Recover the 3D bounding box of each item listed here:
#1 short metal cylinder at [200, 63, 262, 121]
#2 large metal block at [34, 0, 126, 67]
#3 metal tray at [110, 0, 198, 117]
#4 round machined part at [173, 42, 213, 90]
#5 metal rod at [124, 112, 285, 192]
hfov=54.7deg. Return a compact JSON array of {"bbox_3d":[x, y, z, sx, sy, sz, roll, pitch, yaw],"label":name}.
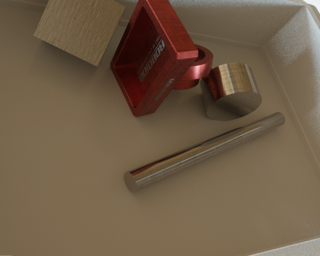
[{"bbox_3d":[0.104,-0.052,0.460,0.081,0.080,0.050,5,60,-26],"label":"short metal cylinder"},{"bbox_3d":[-0.099,-0.132,0.391,0.080,0.050,0.080,25,97,-14],"label":"large metal block"},{"bbox_3d":[-0.014,-0.084,0.382,0.030,0.129,0.090,-15,70,-33],"label":"metal tray"},{"bbox_3d":[0.024,-0.088,0.445,0.099,0.042,0.098,2,34,-1],"label":"round machined part"},{"bbox_3d":[0.084,0.023,0.438,0.302,0.025,0.025,-18,72,-35],"label":"metal rod"}]
